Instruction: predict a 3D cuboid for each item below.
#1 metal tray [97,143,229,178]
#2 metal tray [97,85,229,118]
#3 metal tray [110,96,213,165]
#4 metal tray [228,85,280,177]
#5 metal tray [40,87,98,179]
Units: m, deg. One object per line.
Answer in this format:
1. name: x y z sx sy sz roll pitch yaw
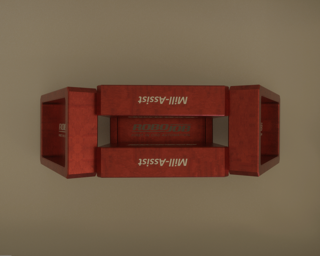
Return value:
1. metal tray: 0.003 0.034 0.347 0.131 0.090 0.030 0 90 -1
2. metal tray: 0.003 -0.027 0.347 0.131 0.090 0.030 0 90 0
3. metal tray: 0.002 0.003 0.407 0.131 0.030 0.089 0 90 -1
4. metal tray: 0.113 0.002 0.359 0.030 0.131 0.089 1 91 30
5. metal tray: -0.110 0.003 0.358 0.030 0.130 0.089 0 91 -32
